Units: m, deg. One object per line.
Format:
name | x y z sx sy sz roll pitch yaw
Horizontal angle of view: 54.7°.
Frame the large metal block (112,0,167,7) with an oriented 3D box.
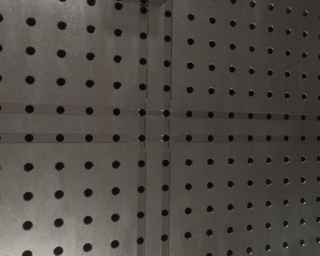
large metal block | -0.029 -0.206 0.389 0.081 0.050 0.079 0 90 -21
